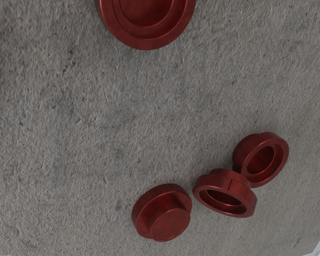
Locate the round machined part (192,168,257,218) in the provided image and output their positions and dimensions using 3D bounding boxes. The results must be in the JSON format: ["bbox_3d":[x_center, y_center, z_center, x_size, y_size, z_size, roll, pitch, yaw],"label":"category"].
[{"bbox_3d":[0.105,0.099,0.491,0.098,0.098,0.042,55,50,-39],"label":"round machined part"}]

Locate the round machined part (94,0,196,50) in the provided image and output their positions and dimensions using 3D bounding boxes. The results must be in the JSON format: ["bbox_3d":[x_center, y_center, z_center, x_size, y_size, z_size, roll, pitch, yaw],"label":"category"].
[{"bbox_3d":[-0.017,-0.131,0.306,0.099,0.042,0.097,-14,124,-21],"label":"round machined part"}]

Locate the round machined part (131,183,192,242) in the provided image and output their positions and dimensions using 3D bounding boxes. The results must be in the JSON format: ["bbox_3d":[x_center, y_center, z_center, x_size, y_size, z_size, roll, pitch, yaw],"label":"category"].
[{"bbox_3d":[0.008,0.139,0.486,0.099,0.042,0.097,-14,124,-21],"label":"round machined part"}]

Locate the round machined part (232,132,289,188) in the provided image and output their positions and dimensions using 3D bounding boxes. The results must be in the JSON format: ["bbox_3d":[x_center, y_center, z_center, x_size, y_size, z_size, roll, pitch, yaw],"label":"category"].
[{"bbox_3d":[0.160,0.048,0.513,0.099,0.042,0.097,-14,124,-21],"label":"round machined part"}]
